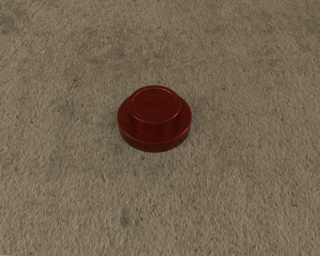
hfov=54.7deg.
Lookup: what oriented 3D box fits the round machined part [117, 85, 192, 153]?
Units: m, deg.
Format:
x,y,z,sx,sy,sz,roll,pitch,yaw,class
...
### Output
x,y,z,sx,sy,sz,roll,pitch,yaw,class
-0.007,-0.019,0.409,0.099,0.042,0.098,0,50,0,round machined part
